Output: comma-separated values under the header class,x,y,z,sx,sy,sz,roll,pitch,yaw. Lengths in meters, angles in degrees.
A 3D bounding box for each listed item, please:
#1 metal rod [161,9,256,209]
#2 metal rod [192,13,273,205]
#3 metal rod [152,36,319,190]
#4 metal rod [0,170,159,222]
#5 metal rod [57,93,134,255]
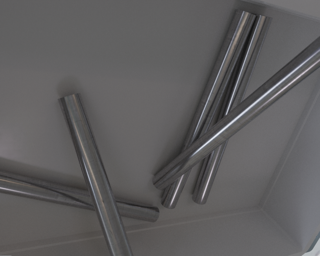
class,x,y,z,sx,sy,sz,roll,pitch,yaw
metal rod,0.059,-0.011,0.433,0.025,0.025,0.298,6,116,-31
metal rod,0.098,-0.011,0.454,0.025,0.025,0.298,-1,119,-28
metal rod,0.089,-0.006,0.380,0.025,0.025,0.299,18,132,-36
metal rod,-0.119,0.086,0.396,0.302,0.025,0.025,24,105,-37
metal rod,-0.057,0.107,0.358,0.025,0.025,0.298,-19,99,-18
